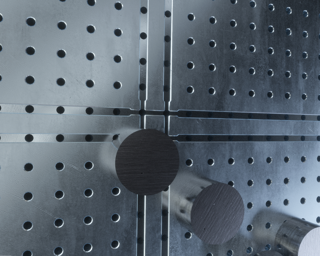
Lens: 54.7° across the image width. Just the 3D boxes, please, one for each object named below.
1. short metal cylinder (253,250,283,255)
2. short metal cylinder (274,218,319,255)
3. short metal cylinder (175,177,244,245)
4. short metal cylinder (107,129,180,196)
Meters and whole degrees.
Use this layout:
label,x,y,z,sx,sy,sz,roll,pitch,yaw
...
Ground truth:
label,x,y,z,sx,sy,sz,roll,pitch,yaw
short metal cylinder,0.163,0.227,0.446,0.050,0.080,0.080,45,76,-15
short metal cylinder,0.229,0.188,0.487,0.081,0.050,0.079,0,90,-21
short metal cylinder,0.067,0.111,0.426,0.081,0.050,0.079,0,90,-21
short metal cylinder,-0.022,0.040,0.392,0.081,0.050,0.079,0,90,-20
